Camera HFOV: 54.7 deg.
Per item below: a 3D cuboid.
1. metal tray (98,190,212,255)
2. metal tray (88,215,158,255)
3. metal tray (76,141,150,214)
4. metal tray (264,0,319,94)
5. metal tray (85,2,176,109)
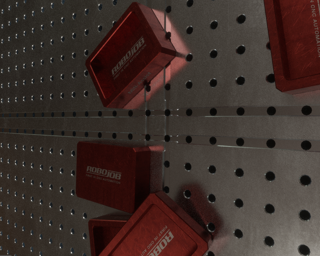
[{"bbox_3d":[-0.012,0.153,0.376,0.090,0.030,0.130,41,98,15],"label":"metal tray"},{"bbox_3d":[-0.047,0.174,0.442,0.130,0.030,0.089,-12,83,39],"label":"metal tray"},{"bbox_3d":[-0.074,0.068,0.465,0.130,0.030,0.089,3,92,39],"label":"metal tray"},{"bbox_3d":[0.148,-0.103,0.283,0.090,0.030,0.129,-10,84,39],"label":"metal tray"},{"bbox_3d":[-0.048,-0.099,0.442,0.129,0.030,0.090,-40,66,32],"label":"metal tray"}]
